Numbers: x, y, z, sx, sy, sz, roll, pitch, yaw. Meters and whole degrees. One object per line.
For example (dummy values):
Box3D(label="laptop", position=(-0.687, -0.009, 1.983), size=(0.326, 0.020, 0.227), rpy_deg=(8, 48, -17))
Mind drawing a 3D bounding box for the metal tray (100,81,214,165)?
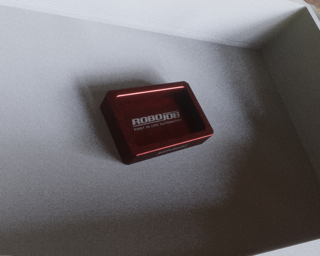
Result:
Box3D(label="metal tray", position=(-0.002, -0.011, 0.409), size=(0.131, 0.030, 0.090), rpy_deg=(-13, 68, -34))
